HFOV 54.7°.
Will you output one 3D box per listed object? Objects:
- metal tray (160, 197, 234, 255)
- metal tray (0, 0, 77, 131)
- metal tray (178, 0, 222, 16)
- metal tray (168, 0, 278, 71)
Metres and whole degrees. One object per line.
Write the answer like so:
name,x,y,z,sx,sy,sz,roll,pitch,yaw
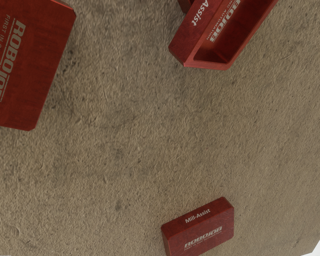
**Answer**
metal tray,0.071,0.187,0.558,0.131,0.030,0.089,-20,126,-16
metal tray,-0.144,-0.066,0.284,0.091,0.030,0.129,15,111,-34
metal tray,0.067,-0.189,0.322,0.130,0.030,0.090,-37,129,-4
metal tray,0.076,-0.124,0.329,0.091,0.030,0.129,-7,139,-46
